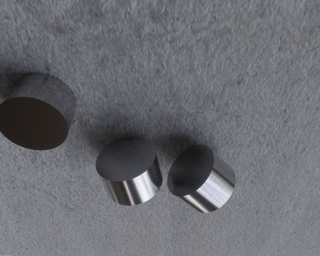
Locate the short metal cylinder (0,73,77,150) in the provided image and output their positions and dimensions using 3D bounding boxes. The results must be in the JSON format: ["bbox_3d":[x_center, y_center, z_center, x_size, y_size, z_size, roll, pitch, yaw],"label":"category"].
[{"bbox_3d":[-0.146,-0.019,0.373,0.081,0.050,0.079,0,130,0],"label":"short metal cylinder"}]

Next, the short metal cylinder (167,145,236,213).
[{"bbox_3d":[0.057,0.070,0.432,0.080,0.080,0.050,-34,122,25],"label":"short metal cylinder"}]

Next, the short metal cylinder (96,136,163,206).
[{"bbox_3d":[-0.040,0.057,0.419,0.080,0.080,0.050,-8,130,6],"label":"short metal cylinder"}]
